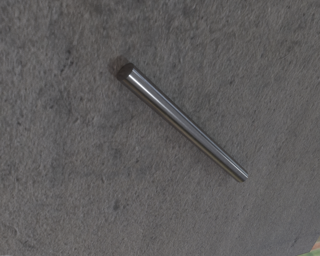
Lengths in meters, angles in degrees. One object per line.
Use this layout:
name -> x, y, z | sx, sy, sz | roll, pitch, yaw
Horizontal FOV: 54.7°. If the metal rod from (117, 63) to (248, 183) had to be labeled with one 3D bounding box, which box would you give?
metal rod -> 0.051, 0.010, 0.442 | 0.025, 0.025, 0.301 | -47, 130, 5
